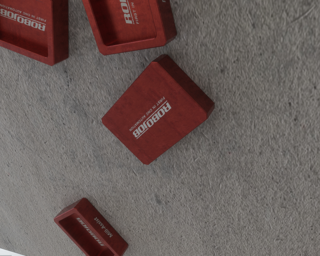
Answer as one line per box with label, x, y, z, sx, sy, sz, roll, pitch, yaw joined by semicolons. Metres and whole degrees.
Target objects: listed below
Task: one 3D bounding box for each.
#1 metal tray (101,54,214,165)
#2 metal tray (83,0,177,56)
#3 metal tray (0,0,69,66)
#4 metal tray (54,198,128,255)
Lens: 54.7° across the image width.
metal tray;-0.007;-0.018;0.396;0.090;0.030;0.129;45;129;-4
metal tray;-0.041;-0.150;0.332;0.090;0.030;0.129;-1;118;28
metal tray;-0.184;-0.146;0.410;0.130;0.030;0.089;22;127;14
metal tray;-0.134;0.203;0.599;0.090;0.030;0.130;-33;100;38
